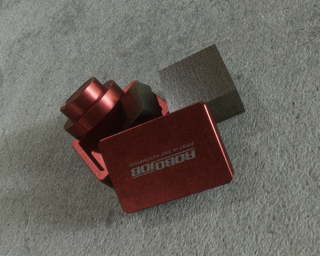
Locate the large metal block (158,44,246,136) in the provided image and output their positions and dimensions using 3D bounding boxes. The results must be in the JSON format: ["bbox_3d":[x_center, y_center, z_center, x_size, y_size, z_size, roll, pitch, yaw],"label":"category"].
[{"bbox_3d":[0.051,-0.047,0.392,0.080,0.050,0.080,-24,53,13],"label":"large metal block"}]

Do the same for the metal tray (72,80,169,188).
[{"bbox_3d":[-0.049,0.005,0.424,0.130,0.030,0.090,-46,51,-4],"label":"metal tray"}]

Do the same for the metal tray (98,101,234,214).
[{"bbox_3d":[0.006,0.034,0.349,0.130,0.030,0.090,-21,90,16],"label":"metal tray"}]

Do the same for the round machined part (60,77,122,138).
[{"bbox_3d":[-0.104,-0.035,0.444,0.098,0.042,0.098,-37,22,18],"label":"round machined part"}]

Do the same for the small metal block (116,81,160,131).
[{"bbox_3d":[-0.031,-0.024,0.407,0.050,0.025,0.050,-46,47,33],"label":"small metal block"}]
